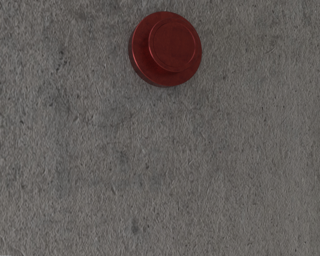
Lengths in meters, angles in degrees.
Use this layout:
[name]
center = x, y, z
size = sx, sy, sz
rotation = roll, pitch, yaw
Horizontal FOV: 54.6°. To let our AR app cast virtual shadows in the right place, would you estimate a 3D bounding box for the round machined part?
[round machined part]
center = 0.012, -0.104, 0.404
size = 0.099, 0.042, 0.097
rotation = 0, 90, -20
